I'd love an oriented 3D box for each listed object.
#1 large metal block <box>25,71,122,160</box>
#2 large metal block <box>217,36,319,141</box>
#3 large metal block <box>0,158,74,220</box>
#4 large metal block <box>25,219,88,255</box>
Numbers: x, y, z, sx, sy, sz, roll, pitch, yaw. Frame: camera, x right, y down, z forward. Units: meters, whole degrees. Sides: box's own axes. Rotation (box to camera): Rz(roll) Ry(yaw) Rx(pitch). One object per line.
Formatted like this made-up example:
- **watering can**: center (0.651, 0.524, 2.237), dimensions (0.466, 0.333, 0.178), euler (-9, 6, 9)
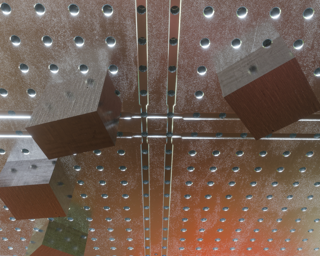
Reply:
- **large metal block**: center (-0.095, -0.016, 0.361), dimensions (0.080, 0.080, 0.050), euler (-12, 129, 10)
- **large metal block**: center (0.125, -0.043, 0.359), dimensions (0.080, 0.050, 0.080), euler (-30, 124, 23)
- **large metal block**: center (-0.188, 0.094, 0.473), dimensions (0.080, 0.050, 0.080), euler (-5, 130, 4)
- **large metal block**: center (-0.196, 0.226, 0.586), dimensions (0.080, 0.050, 0.080), euler (31, 123, -24)
